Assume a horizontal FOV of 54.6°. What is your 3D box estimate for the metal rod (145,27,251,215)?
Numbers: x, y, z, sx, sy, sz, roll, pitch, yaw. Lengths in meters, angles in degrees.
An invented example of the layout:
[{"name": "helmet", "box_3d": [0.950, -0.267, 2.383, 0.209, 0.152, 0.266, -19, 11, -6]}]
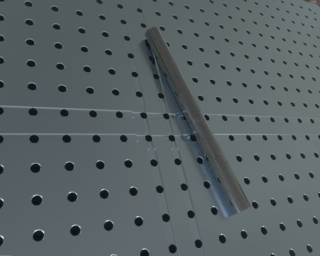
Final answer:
[{"name": "metal rod", "box_3d": [0.047, -0.023, 0.446, 0.025, 0.025, 0.299, -12, 68, -33]}]
